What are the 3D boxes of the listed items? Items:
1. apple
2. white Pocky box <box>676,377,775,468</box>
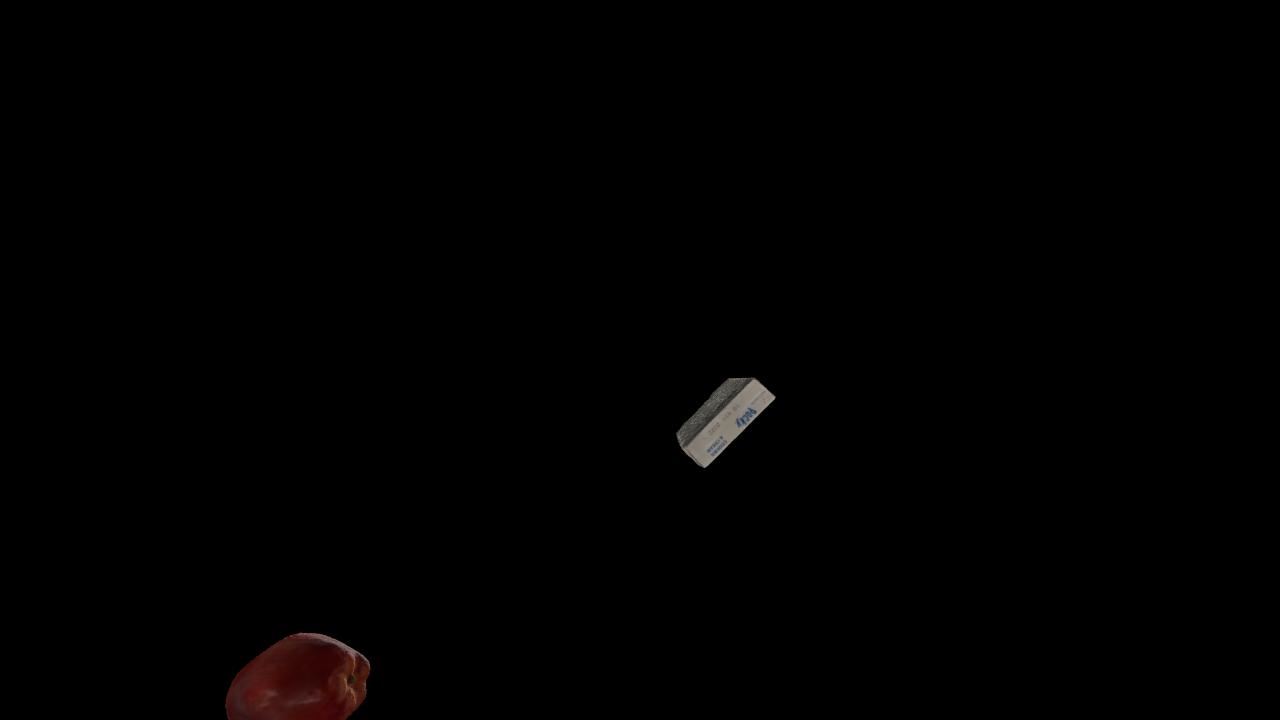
[{"bbox_3d":[-0.250,0.241,0.449,0.093,0.079,0.079,-10,-2,12],"label":"apple"},{"bbox_3d":[0.071,0.052,0.560,0.028,0.084,0.154,44,-1,3],"label":"white Pocky box"}]
